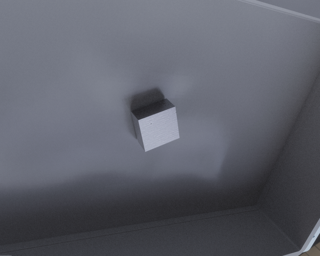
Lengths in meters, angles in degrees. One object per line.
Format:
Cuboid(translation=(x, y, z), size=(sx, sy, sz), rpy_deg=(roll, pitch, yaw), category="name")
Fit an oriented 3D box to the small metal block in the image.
Cuboid(translation=(-0.005, -0.004, 0.400), size=(0.050, 0.025, 0.050), rpy_deg=(-21, 127, -16), category="small metal block")
